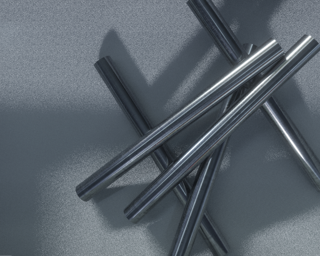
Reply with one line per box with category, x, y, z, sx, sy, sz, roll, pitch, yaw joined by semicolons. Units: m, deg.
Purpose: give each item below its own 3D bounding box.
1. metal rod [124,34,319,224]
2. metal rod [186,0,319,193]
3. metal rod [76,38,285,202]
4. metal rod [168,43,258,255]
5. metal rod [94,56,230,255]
metal rod;0.067;0.008;0.373;0.025;0.025;0.299;45;100;-1
metal rod;0.131;-0.038;0.388;0.025;0.025;0.300;-38;100;0
metal rod;0.015;-0.002;0.378;0.300;0.025;0.025;-37;91;12
metal rod;0.069;0.032;0.395;0.025;0.025;0.299;21;83;-1
metal rod;0.003;0.038;0.411;0.025;0.025;0.299;-32;90;0
